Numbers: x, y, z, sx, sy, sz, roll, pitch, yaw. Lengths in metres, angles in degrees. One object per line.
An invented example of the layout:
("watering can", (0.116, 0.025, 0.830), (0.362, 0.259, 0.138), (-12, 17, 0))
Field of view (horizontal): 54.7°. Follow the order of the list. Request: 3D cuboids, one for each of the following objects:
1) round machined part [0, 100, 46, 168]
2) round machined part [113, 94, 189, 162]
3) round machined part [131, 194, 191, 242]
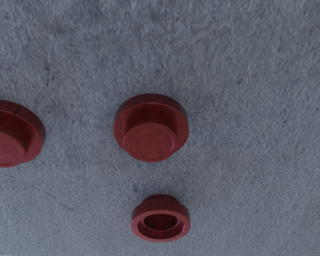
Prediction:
("round machined part", (-0.206, 0.014, 0.405), (0.099, 0.042, 0.097), (-1, 130, 0))
("round machined part", (-0.011, 0.007, 0.402), (0.099, 0.042, 0.097), (-1, 130, 0))
("round machined part", (0.001, 0.149, 0.523), (0.099, 0.042, 0.097), (-1, 130, 0))
